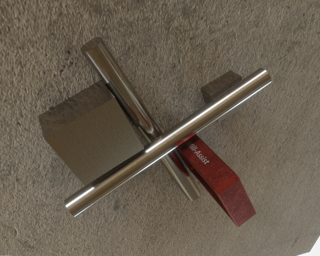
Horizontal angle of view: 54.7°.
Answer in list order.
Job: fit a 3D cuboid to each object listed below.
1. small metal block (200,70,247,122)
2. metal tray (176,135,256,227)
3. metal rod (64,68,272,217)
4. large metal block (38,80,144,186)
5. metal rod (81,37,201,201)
[{"bbox_3d":[0.090,-0.044,0.432,0.050,0.025,0.050,-31,129,-9],"label":"small metal block"},{"bbox_3d":[0.066,0.059,0.414,0.030,0.130,0.090,-36,129,-4],"label":"metal tray"},{"bbox_3d":[0.015,0.014,0.394,0.301,0.025,0.025,-34,129,-6],"label":"metal rod"},{"bbox_3d":[-0.076,0.005,0.353,0.080,0.050,0.080,-32,129,-8],"label":"large metal block"},{"bbox_3d":[-0.008,0.011,0.413,0.025,0.025,0.299,-36,130,-4],"label":"metal rod"}]
